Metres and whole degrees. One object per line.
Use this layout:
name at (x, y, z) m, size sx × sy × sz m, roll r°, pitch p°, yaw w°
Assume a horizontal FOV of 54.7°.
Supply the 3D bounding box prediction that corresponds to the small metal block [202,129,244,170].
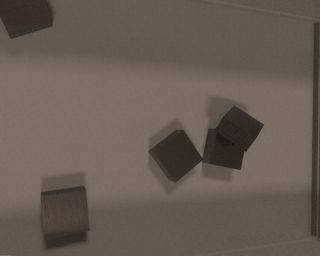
small metal block at (0.093, 0.030, 0.447) m, size 0.050 × 0.025 × 0.050 m, roll 13°, pitch 86°, yaw -20°

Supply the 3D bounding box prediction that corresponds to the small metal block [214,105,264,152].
small metal block at (0.111, -0.001, 0.429) m, size 0.050 × 0.025 × 0.050 m, roll 35°, pitch 34°, yaw 12°

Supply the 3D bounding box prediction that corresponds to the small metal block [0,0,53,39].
small metal block at (-0.157, -0.136, 0.352) m, size 0.050 × 0.025 × 0.050 m, roll -25°, pitch 99°, yaw -19°

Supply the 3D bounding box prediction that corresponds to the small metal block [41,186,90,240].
small metal block at (-0.113, 0.100, 0.369) m, size 0.050 × 0.025 × 0.050 m, roll -5°, pitch 92°, yaw -20°

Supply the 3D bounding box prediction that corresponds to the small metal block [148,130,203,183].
small metal block at (0.022, 0.037, 0.420) m, size 0.050 × 0.025 × 0.050 m, roll -38°, pitch 103°, yaw -16°
